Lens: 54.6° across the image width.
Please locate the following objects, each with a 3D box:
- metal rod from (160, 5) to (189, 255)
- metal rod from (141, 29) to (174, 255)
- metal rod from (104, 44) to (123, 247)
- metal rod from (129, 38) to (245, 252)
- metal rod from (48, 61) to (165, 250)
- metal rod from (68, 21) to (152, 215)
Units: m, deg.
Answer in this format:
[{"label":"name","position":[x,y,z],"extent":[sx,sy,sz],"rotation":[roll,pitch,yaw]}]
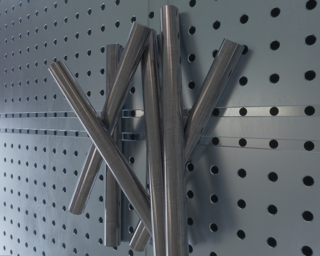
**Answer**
[{"label":"metal rod","position":[0.015,-0.006,0.367],"extent":[0.025,0.025,0.299],"rotation":[-12,73,39]},{"label":"metal rod","position":[-0.005,0.014,0.388],"extent":[0.025,0.025,0.299],"rotation":[-17,71,39]},{"label":"metal rod","position":[-0.070,0.026,0.468],"extent":[0.025,0.025,0.298],"rotation":[1,91,40]},{"label":"metal rod","position":[0.025,0.035,0.389],"extent":[0.025,0.025,0.298],"rotation":[37,112,34]},{"label":"metal rod","position":[-0.062,0.036,0.406],"extent":[0.025,0.025,0.299],"rotation":[-41,77,32]},{"label":"metal rod","position":[-0.077,0.000,0.439],"extent":[0.025,0.025,0.298],"rotation":[37,114,34]}]
